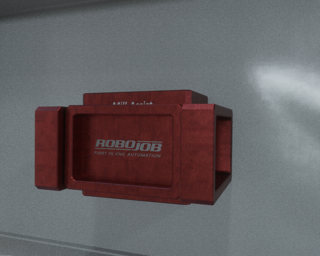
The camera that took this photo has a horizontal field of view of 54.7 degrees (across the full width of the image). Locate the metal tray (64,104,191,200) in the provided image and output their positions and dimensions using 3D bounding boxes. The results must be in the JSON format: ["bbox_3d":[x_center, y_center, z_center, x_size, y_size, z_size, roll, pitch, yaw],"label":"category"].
[{"bbox_3d":[-0.035,0.021,0.323,0.130,0.030,0.089,1,90,19],"label":"metal tray"}]

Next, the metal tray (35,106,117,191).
[{"bbox_3d":[-0.098,0.021,0.388,0.030,0.130,0.089,1,91,20],"label":"metal tray"}]

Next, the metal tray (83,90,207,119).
[{"bbox_3d":[-0.015,-0.026,0.378,0.130,0.090,0.030,0,91,20],"label":"metal tray"}]

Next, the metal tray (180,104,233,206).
[{"bbox_3d":[0.054,0.022,0.333,0.030,0.130,0.089,1,91,20],"label":"metal tray"}]

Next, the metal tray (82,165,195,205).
[{"bbox_3d":[-0.016,0.064,0.378,0.130,0.090,0.030,0,90,20],"label":"metal tray"}]
